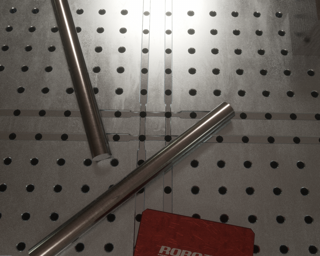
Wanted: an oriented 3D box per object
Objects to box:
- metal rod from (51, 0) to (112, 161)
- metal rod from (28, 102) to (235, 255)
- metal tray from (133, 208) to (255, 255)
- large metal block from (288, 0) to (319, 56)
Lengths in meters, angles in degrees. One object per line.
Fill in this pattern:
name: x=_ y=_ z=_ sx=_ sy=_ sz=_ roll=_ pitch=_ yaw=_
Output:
metal rod: x=-0.121 y=-0.096 z=0.445 sx=0.025 sy=0.025 sz=0.299 roll=-17 pitch=71 yaw=-6
metal rod: x=-0.025 y=0.062 z=0.388 sx=0.301 sy=0.025 sz=0.025 roll=-36 pitch=74 yaw=-13
metal tray: x=0.036 y=0.150 z=0.355 sx=0.131 sy=0.030 sz=0.090 roll=10 pitch=70 yaw=3
large metal block: x=0.228 y=-0.160 z=0.444 sx=0.050 sy=0.080 sz=0.080 roll=3 pitch=70 yaw=1
